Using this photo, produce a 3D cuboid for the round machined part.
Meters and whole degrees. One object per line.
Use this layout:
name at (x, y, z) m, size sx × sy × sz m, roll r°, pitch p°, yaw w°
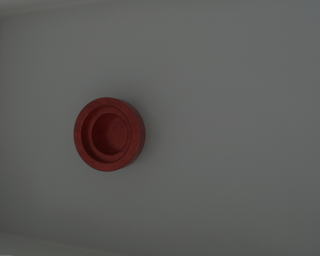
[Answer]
round machined part at (-0.065, 0.008, 0.425) m, size 0.098 × 0.042 × 0.097 m, roll 0°, pitch 90°, yaw 20°
